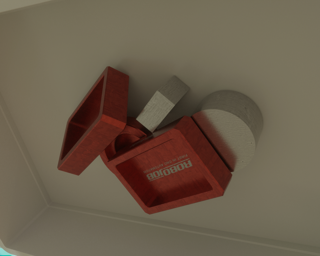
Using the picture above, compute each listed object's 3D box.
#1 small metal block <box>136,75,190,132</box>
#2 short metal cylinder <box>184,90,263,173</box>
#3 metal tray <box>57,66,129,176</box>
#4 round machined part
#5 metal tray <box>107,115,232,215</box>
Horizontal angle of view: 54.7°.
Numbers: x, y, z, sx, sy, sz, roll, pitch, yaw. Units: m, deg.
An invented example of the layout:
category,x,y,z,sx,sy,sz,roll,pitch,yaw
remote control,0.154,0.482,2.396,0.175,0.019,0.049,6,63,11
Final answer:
category,x,y,z,sx,sy,sz,roll,pitch,yaw
small metal block,0.004,-0.029,0.368,0.025,0.050,0.050,40,127,1
short metal cylinder,0.072,0.004,0.353,0.080,0.050,0.079,13,124,20
metal tray,-0.088,-0.007,0.403,0.030,0.090,0.129,24,134,-28
round machined part,-0.034,0.027,0.430,0.098,0.042,0.097,13,124,20
metal tray,0.007,0.050,0.368,0.130,0.030,0.090,-28,103,41
